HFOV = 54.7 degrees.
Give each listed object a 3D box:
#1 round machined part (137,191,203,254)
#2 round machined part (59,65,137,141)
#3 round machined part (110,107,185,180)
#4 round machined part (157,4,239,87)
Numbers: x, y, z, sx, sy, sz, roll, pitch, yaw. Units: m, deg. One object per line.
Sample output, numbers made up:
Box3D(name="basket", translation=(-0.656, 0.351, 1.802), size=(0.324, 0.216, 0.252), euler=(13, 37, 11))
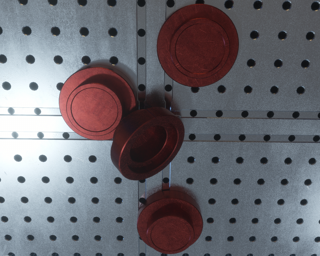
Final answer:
Box3D(name="round machined part", translation=(0.015, 0.146, 0.458), size=(0.099, 0.042, 0.097), euler=(0, 110, -1))
Box3D(name="round machined part", translation=(-0.079, -0.028, 0.393), size=(0.099, 0.042, 0.097), euler=(0, 110, -1))
Box3D(name="round machined part", translation=(-0.020, 0.015, 0.392), size=(0.099, 0.042, 0.097), euler=(-26, 137, -27))
Box3D(name="round machined part", translation=(0.045, -0.096, 0.370), size=(0.099, 0.042, 0.097), euler=(0, 110, -1))
